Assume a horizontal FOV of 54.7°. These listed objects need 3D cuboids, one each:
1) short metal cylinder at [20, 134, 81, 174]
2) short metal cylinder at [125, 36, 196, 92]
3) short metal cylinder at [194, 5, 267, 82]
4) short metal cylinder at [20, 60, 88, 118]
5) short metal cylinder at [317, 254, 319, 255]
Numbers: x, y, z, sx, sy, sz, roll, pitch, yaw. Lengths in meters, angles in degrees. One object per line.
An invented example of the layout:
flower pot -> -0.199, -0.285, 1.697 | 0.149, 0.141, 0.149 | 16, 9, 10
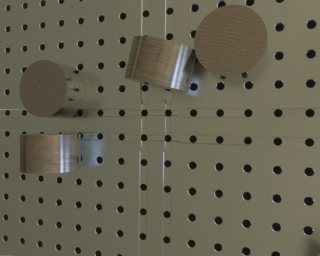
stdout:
short metal cylinder -> -0.153, 0.033, 0.436 | 0.080, 0.080, 0.050 | 0, 90, 19
short metal cylinder -> 0.001, -0.077, 0.382 | 0.080, 0.080, 0.050 | 15, 95, 19
short metal cylinder -> 0.086, -0.098, 0.369 | 0.080, 0.050, 0.079 | 0, 90, 19
short metal cylinder -> -0.154, -0.054, 0.452 | 0.080, 0.050, 0.079 | 0, 90, 19
short metal cylinder -> 0.199, 0.169, 0.314 | 0.080, 0.080, 0.050 | 9, 93, 19
